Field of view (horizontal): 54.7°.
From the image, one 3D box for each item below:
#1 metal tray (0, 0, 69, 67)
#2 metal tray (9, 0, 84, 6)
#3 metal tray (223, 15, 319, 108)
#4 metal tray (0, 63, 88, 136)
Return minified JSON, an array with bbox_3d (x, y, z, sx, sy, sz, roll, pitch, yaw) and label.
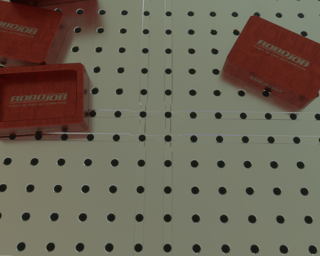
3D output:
[{"bbox_3d":[-0.214,-0.138,0.457,0.131,0.030,0.090,12,70,4],"label":"metal tray"},{"bbox_3d":[-0.168,-0.227,0.458,0.131,0.090,0.030,-9,71,-4],"label":"metal tray"},{"bbox_3d":[0.170,-0.098,0.447,0.130,0.030,0.090,28,72,9],"label":"metal tray"},{"bbox_3d":[-0.166,-0.039,0.421,0.131,0.030,0.090,-4,70,-2],"label":"metal tray"}]
